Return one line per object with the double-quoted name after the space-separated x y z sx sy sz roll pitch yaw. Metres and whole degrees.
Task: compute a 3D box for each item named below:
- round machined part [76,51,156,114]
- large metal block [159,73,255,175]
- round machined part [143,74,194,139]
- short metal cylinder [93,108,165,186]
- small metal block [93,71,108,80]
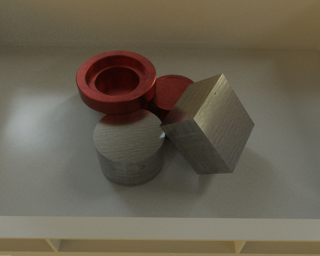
-0.054 -0.053 0.398 0.099 0.042 0.098 0 50 0 "round machined part"
0.058 -0.003 0.362 0.050 0.080 0.080 -13 33 46 "large metal block"
0.018 -0.035 0.419 0.099 0.042 0.098 0 50 0 "round machined part"
-0.035 0.022 0.368 0.081 0.050 0.080 0 50 0 "short metal cylinder"
-0.082 -0.067 0.441 0.025 0.050 0.050 37 59 26 "small metal block"
